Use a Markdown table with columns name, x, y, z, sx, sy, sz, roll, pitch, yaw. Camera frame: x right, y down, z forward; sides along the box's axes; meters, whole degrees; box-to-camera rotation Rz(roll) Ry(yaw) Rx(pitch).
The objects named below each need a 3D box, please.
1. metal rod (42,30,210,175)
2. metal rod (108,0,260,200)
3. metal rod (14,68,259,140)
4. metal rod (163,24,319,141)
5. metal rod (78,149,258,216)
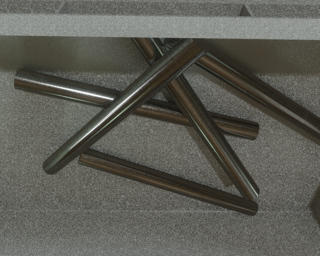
| name | x | y | z | sx | sy | sz | roll | pitch | yaw |
| --- | --- | --- | --- | --- | --- | --- | --- | --- | --- |
| metal rod | -0.063 | -0.010 | 0.367 | 0.025 | 0.025 | 0.299 | 34 | 132 | -26 |
| metal rod | 0.043 | -0.018 | 0.366 | 0.025 | 0.025 | 0.300 | -28 | 117 | 21 |
| metal rod | -0.019 | -0.026 | 0.386 | 0.302 | 0.025 | 0.025 | 12 | 129 | -10 |
| metal rod | 0.137 | -0.036 | 0.379 | 0.301 | 0.025 | 0.025 | 26 | 125 | -21 |
| metal rod | 0.023 | 0.088 | 0.484 | 0.302 | 0.025 | 0.025 | 20 | 127 | -17 |
